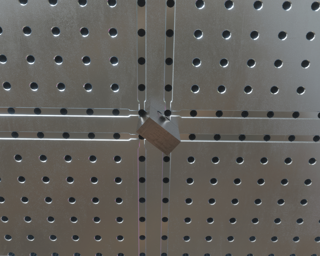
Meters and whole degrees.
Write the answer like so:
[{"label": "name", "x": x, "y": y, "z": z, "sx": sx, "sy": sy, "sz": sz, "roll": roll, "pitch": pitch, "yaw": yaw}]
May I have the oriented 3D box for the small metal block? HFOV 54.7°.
[{"label": "small metal block", "x": -0.002, "y": 0.002, "z": 0.401, "sx": 0.050, "sy": 0.050, "sz": 0.025, "roll": 38, "pitch": 106, "yaw": -13}]
